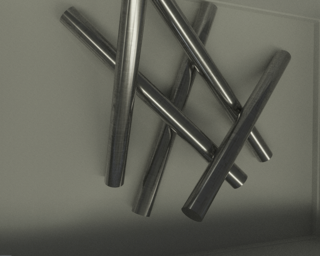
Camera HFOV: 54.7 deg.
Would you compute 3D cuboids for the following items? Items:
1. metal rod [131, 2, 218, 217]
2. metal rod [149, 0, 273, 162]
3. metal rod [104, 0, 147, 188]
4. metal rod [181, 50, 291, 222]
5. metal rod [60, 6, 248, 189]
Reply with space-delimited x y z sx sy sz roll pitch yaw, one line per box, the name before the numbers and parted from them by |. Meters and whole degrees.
metal rod | 0.022 -0.030 0.419 0.025 0.025 0.299 21 83 -19
metal rod | 0.073 -0.065 0.416 0.025 0.025 0.300 -45 113 -15
metal rod | -0.035 -0.066 0.331 0.025 0.025 0.298 0 116 -20
metal rod | 0.113 -0.009 0.408 0.025 0.025 0.301 47 58 -14
metal rod | -0.003 -0.033 0.388 0.300 0.025 0.025 44 76 -7
